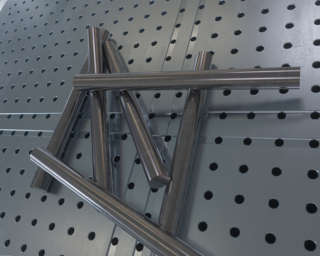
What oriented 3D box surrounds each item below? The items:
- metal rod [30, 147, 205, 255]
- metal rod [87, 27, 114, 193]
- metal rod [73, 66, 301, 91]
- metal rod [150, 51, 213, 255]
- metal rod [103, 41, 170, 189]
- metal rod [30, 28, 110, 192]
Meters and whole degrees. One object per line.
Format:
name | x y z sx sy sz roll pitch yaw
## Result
metal rod | -0.063 0.085 0.356 0.300 0.025 0.025 23 74 36
metal rod | -0.092 -0.038 0.465 0.025 0.025 0.299 -20 59 17
metal rod | 0.017 -0.061 0.401 0.300 0.025 0.025 3 63 23
metal rod | 0.029 0.032 0.374 0.025 0.025 0.300 0 62 28
metal rod | -0.046 -0.041 0.445 0.025 0.025 0.300 -32 47 8
metal rod | -0.139 -0.043 0.509 0.025 0.025 0.300 1 62 29
